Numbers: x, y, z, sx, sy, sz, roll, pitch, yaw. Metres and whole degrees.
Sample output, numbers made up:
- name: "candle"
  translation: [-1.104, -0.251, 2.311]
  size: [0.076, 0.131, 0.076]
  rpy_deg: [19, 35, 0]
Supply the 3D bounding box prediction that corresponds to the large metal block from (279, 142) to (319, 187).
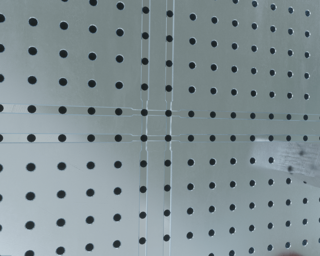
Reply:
- name: "large metal block"
  translation: [0.249, 0.061, 0.475]
  size: [0.080, 0.080, 0.050]
  rpy_deg: [24, 82, -19]
